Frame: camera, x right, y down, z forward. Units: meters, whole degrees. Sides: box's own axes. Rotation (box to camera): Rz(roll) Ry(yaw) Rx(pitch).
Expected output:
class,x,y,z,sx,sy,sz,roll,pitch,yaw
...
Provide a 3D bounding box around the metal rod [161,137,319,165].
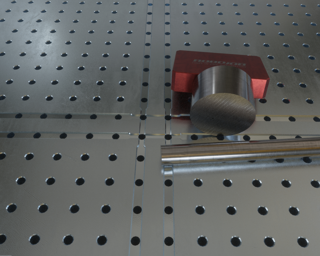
class,x,y,z,sx,sy,sz,roll,pitch,yaw
metal rod,0.152,0.026,0.387,0.302,0.025,0.025,-3,50,-3

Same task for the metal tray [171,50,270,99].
class,x,y,z,sx,sy,sz,roll,pitch,yaw
metal tray,0.086,-0.082,0.458,0.131,0.030,0.090,5,33,4

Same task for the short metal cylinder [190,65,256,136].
class,x,y,z,sx,sy,sz,roll,pitch,yaw
short metal cylinder,0.081,-0.034,0.401,0.080,0.080,0.050,6,51,4
